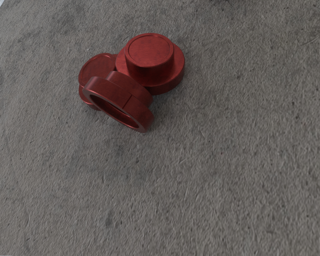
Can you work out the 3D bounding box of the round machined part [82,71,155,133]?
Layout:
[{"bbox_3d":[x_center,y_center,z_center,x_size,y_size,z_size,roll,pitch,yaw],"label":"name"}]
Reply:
[{"bbox_3d":[-0.048,-0.038,0.405,0.098,0.098,0.042,23,75,36],"label":"round machined part"}]

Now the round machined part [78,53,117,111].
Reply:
[{"bbox_3d":[-0.088,-0.079,0.488,0.098,0.042,0.098,-13,56,21],"label":"round machined part"}]

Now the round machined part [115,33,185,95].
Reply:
[{"bbox_3d":[-0.014,-0.096,0.438,0.099,0.042,0.098,-1,56,2],"label":"round machined part"}]
